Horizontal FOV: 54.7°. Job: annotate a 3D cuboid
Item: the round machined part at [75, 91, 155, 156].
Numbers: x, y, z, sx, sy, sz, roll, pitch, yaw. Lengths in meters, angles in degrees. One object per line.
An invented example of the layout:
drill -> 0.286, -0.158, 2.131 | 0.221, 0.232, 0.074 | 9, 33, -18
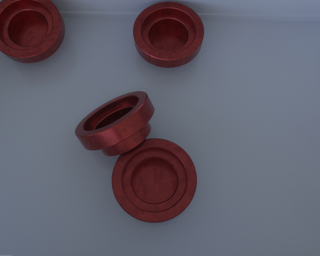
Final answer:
round machined part -> -0.050, -0.002, 0.382 | 0.098, 0.098, 0.042 | -33, 114, -11

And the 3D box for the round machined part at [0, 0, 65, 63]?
round machined part -> -0.186, -0.139, 0.444 | 0.099, 0.042, 0.098 | 0, 80, -1

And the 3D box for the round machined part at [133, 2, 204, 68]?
round machined part -> 0.012, -0.129, 0.448 | 0.099, 0.042, 0.098 | 0, 70, 0

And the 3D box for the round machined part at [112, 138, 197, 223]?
round machined part -> -0.006, 0.065, 0.377 | 0.099, 0.042, 0.098 | 0, 70, 0
